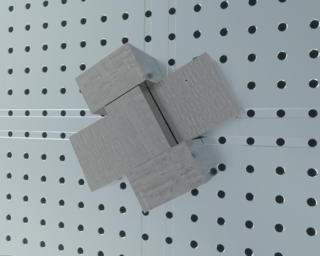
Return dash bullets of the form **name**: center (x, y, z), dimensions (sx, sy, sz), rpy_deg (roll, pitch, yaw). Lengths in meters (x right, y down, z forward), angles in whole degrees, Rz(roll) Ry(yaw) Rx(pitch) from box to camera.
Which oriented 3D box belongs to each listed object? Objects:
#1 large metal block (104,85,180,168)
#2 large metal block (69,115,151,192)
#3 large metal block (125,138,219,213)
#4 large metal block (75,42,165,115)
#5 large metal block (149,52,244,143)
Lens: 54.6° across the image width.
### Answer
- **large metal block**: center (-0.013, -0.002, 0.388), dimensions (0.050, 0.080, 0.080), rpy_deg (-30, 80, 18)
- **large metal block**: center (-0.064, 0.031, 0.423), dimensions (0.080, 0.050, 0.080), rpy_deg (-28, 80, 18)
- **large metal block**: center (0.018, 0.055, 0.377), dimensions (0.080, 0.080, 0.050), rpy_deg (-30, 80, 17)
- **large metal block**: center (-0.046, -0.057, 0.399), dimensions (0.080, 0.080, 0.050), rpy_deg (-30, 80, 18)
- **large metal block**: center (0.046, -0.034, 0.383), dimensions (0.080, 0.050, 0.080), rpy_deg (-30, 82, 17)
